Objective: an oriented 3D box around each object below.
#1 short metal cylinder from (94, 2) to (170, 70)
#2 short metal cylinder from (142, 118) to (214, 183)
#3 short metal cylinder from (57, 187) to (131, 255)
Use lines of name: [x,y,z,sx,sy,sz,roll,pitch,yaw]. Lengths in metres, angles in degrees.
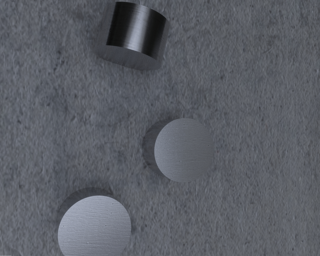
short metal cylinder: [-0.033,-0.106,0.368,0.081,0.080,0.050,14,85,-20]
short metal cylinder: [0.022,0.027,0.405,0.081,0.050,0.079,0,90,-21]
short metal cylinder: [-0.080,0.115,0.367,0.081,0.050,0.079,0,90,-21]
